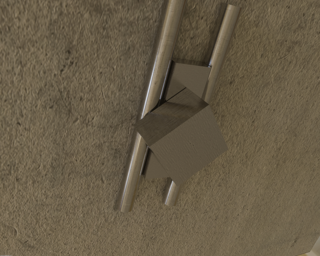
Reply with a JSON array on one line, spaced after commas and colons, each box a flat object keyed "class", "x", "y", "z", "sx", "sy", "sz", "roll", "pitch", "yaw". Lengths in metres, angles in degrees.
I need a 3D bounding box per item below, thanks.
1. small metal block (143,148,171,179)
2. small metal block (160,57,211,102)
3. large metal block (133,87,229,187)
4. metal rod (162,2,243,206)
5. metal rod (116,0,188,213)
[{"class": "small metal block", "x": 0.002, "y": 0.043, "z": 0.436, "sx": 0.050, "sy": 0.025, "sz": 0.050, "roll": 1, "pitch": 118, "yaw": -29}, {"class": "small metal block", "x": 0.030, "y": -0.059, "z": 0.388, "sx": 0.050, "sy": 0.025, "sz": 0.050, "roll": 1, "pitch": 118, "yaw": -29}, {"class": "large metal block", "x": 0.027, "y": 0.012, "z": 0.381, "sx": 0.080, "sy": 0.050, "sz": 0.080, "roll": -35, "pitch": 129, "yaw": -5}, {"class": "metal rod", "x": 0.051, "y": -0.015, "z": 0.429, "sx": 0.025, "sy": 0.025, "sz": 0.298, "roll": 1, "pitch": 118, "yaw": -29}, {"class": "metal rod", "x": -0.016, "y": -0.016, "z": 0.392, "sx": 0.025, "sy": 0.025, "sz": 0.298, "roll": 1, "pitch": 118, "yaw": -29}]
